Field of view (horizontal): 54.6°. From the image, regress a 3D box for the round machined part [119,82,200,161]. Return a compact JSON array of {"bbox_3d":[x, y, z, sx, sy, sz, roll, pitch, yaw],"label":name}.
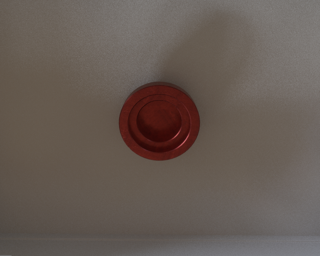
[{"bbox_3d":[-0.001,-0.011,0.395,0.099,0.042,0.097,0,110,0],"label":"round machined part"}]
